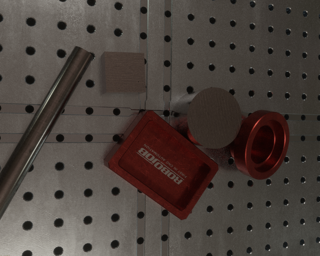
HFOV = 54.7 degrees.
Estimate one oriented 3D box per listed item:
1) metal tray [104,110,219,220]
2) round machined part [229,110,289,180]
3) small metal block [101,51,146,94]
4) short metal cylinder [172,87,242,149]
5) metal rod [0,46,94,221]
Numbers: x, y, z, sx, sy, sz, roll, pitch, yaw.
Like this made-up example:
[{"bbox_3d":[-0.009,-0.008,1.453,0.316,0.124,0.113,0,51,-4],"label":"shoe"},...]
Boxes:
[{"bbox_3d":[0.004,0.049,0.412,0.130,0.030,0.090,39,77,-16],"label":"metal tray"},{"bbox_3d":[0.139,0.022,0.446,0.099,0.042,0.097,-10,107,-34],"label":"round machined part"},{"bbox_3d":[-0.047,-0.069,0.396,0.050,0.025,0.050,-3,91,-20],"label":"small metal block"},{"bbox_3d":[0.063,-0.013,0.424,0.081,0.050,0.079,0,90,-21],"label":"short metal cylinder"},{"bbox_3d":[-0.159,0.039,0.353,0.025,0.025,0.299,30,80,-18],"label":"metal rod"}]
